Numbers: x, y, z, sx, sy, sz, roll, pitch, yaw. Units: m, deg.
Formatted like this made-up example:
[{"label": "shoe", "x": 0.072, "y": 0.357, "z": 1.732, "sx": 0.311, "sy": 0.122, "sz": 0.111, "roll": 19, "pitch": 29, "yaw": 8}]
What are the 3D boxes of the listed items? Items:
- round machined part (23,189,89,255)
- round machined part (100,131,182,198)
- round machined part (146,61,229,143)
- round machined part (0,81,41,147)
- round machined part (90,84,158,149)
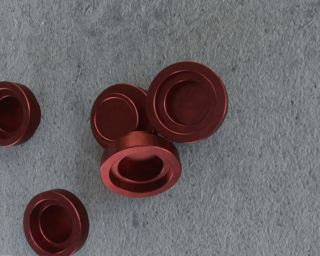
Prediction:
[{"label": "round machined part", "x": -0.145, "y": 0.137, "z": 0.451, "sx": 0.098, "sy": 0.042, "sz": 0.097, "roll": 0, "pitch": 90, "yaw": 20}, {"label": "round machined part", "x": -0.025, "y": 0.042, "z": 0.390, "sx": 0.098, "sy": 0.098, "sz": 0.042, "roll": -29, "pitch": 39, "yaw": 18}, {"label": "round machined part", "x": 0.036, "y": -0.030, "z": 0.387, "sx": 0.098, "sy": 0.042, "sz": 0.097, "roll": 0, "pitch": 90, "yaw": 19}, {"label": "round machined part", "x": -0.226, "y": -0.021, "z": 0.480, "sx": 0.098, "sy": 0.042, "sz": 0.097, "roll": 0, "pitch": 90, "yaw": 20}, {"label": "round machined part", "x": -0.052, "y": -0.012, "z": 0.418, "sx": 0.098, "sy": 0.042, "sz": 0.097, "roll": 0, "pitch": 90, "yaw": 20}]
